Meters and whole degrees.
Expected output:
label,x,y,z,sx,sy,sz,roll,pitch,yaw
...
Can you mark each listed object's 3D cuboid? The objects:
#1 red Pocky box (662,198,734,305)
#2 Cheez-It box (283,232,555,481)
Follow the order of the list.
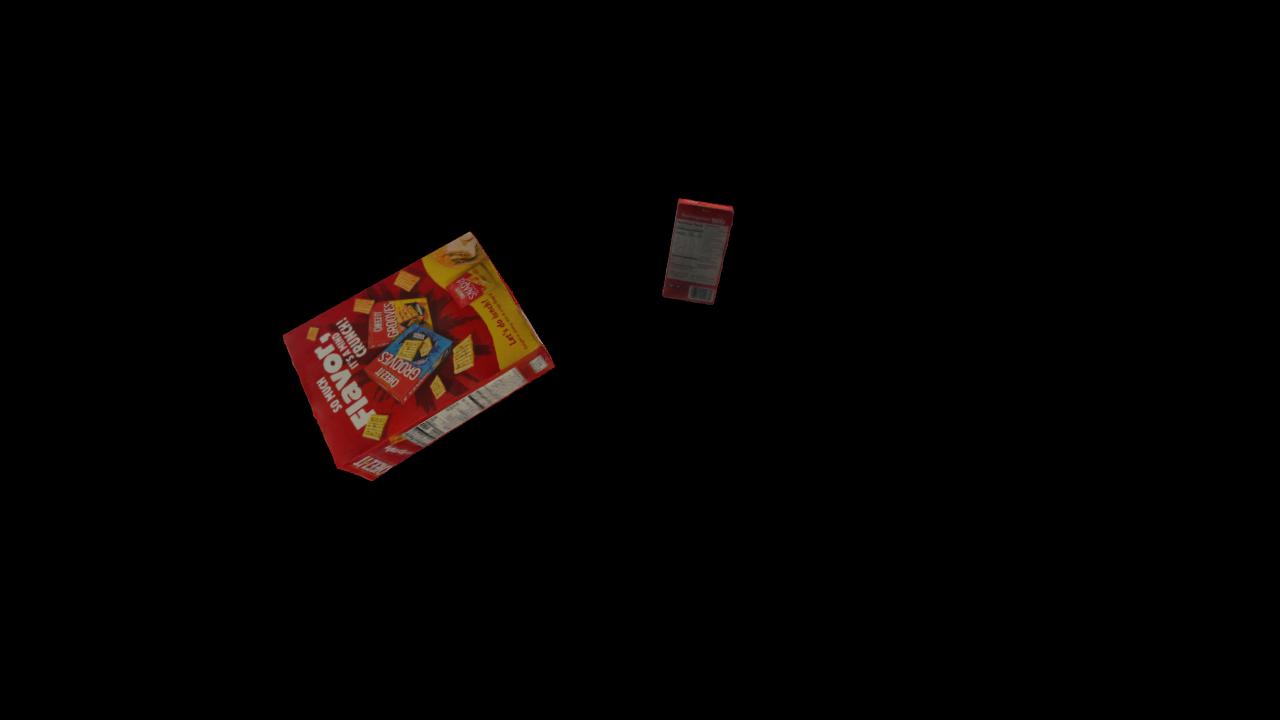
label,x,y,z,sx,sy,sz,roll,pitch,yaw
red Pocky box,0.085,-0.160,0.917,0.083,0.155,0.028,10,35,1
Cheez-It box,-0.224,-0.007,0.630,0.223,0.166,0.071,-32,-22,-7
